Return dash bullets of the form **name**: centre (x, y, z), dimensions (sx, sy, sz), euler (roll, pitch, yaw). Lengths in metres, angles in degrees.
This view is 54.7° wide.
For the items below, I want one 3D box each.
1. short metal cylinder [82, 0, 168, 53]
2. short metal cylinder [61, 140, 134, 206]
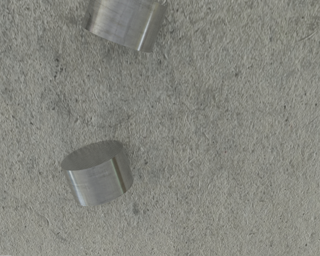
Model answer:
- **short metal cylinder**: centre (-0.038, -0.121, 0.335), dimensions (0.080, 0.080, 0.050), euler (20, 109, -7)
- **short metal cylinder**: centre (-0.080, 0.056, 0.400), dimensions (0.080, 0.080, 0.050), euler (-13, 110, 5)
